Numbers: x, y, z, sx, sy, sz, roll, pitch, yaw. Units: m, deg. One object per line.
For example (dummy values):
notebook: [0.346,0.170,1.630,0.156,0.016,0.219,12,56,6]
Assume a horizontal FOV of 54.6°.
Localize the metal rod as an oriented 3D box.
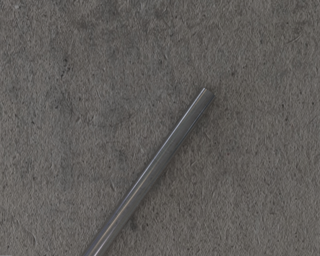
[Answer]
metal rod: [-0.023,0.075,0.409,0.025,0.025,0.299,35,90,0]
